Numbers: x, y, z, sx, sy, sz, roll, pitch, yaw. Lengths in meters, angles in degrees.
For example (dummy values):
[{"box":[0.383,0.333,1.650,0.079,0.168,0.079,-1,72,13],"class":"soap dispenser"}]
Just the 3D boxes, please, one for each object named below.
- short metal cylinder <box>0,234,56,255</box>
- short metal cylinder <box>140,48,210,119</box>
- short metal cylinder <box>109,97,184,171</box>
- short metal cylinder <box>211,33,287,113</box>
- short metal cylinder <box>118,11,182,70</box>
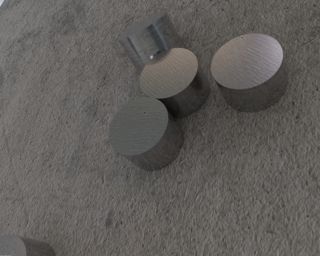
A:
[{"box":[-0.174,0.174,0.373,0.080,0.050,0.080,-13,56,21],"class":"short metal cylinder"},{"box":[0.020,-0.059,0.414,0.080,0.050,0.080,-13,56,21],"class":"short metal cylinder"},{"box":[-0.016,0.008,0.392,0.080,0.050,0.080,-13,57,21],"class":"short metal cylinder"},{"box":[0.108,-0.065,0.372,0.080,0.050,0.080,-13,56,21],"class":"short metal cylinder"},{"box":[-0.014,-0.129,0.455,0.080,0.050,0.080,-25,26,14],"class":"short metal cylinder"}]
